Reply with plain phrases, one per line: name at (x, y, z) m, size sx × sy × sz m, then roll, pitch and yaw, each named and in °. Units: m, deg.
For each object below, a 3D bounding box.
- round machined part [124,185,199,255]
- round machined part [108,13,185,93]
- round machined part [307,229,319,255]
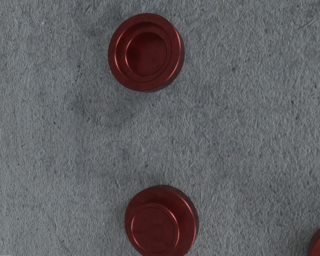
round machined part at (-0.002, 0.126, 0.401) m, size 0.098 × 0.042 × 0.097 m, roll 0°, pitch 90°, yaw 20°
round machined part at (-0.014, -0.095, 0.405) m, size 0.098 × 0.042 × 0.097 m, roll 0°, pitch 90°, yaw 20°
round machined part at (0.209, 0.141, 0.326) m, size 0.098 × 0.042 × 0.097 m, roll 0°, pitch 90°, yaw 20°
